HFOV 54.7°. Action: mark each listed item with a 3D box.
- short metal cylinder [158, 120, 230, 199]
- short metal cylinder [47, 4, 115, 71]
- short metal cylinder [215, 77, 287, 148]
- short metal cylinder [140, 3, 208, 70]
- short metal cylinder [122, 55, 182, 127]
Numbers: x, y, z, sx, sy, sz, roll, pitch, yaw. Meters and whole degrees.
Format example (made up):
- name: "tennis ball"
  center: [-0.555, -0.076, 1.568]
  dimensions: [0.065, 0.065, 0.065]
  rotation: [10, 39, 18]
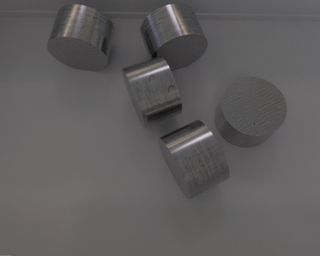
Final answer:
- name: "short metal cylinder"
  center: [0.038, 0.037, 0.367]
  dimensions: [0.050, 0.080, 0.080]
  rotation: [-26, 72, -9]
- name: "short metal cylinder"
  center: [-0.106, -0.121, 0.424]
  dimensions: [0.080, 0.080, 0.050]
  rotation: [8, 70, 3]
- name: "short metal cylinder"
  center: [0.116, -0.019, 0.404]
  dimensions: [0.081, 0.050, 0.080]
  rotation: [0, 70, 0]
- name: "short metal cylinder"
  center: [0.019, -0.122, 0.425]
  dimensions: [0.080, 0.080, 0.050]
  rotation: [-17, 71, -6]
- name: "short metal cylinder"
  center: [-0.011, -0.046, 0.397]
  dimensions: [0.050, 0.080, 0.080]
  rotation: [-21, 72, -7]
